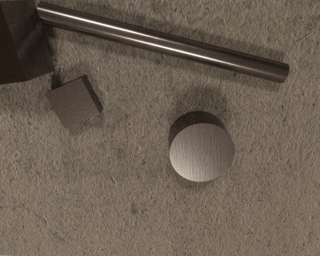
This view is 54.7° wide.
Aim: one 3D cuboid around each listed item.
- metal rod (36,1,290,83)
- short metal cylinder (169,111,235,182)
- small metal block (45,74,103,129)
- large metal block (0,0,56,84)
[{"bbox_3d":[0.008,-0.101,0.372,0.302,0.025,0.025,13,110,-5],"label":"metal rod"},{"bbox_3d":[0.052,0.023,0.406,0.081,0.050,0.079,0,110,-1],"label":"short metal cylinder"},{"bbox_3d":[-0.108,-0.034,0.396,0.050,0.025,0.050,-22,109,7],"label":"small metal block"},{"bbox_3d":[-0.177,-0.093,0.347,0.080,0.050,0.079,-3,111,20],"label":"large metal block"}]
